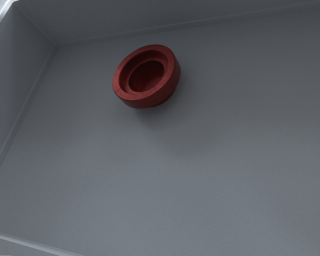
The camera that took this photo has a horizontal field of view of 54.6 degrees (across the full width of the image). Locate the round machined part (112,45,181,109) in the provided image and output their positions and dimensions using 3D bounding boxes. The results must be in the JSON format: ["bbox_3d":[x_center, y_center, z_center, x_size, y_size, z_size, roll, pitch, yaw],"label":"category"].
[{"bbox_3d":[-0.015,-0.069,0.446,0.098,0.042,0.098,-13,56,21],"label":"round machined part"}]
